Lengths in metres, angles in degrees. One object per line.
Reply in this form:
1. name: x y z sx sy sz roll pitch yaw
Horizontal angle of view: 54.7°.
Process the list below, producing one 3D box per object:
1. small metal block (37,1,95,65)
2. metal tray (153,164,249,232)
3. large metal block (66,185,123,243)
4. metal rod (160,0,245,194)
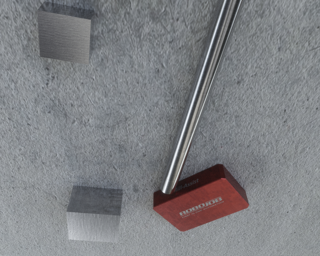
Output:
1. small metal block: -0.097 -0.098 0.322 0.050 0.025 0.050 8 130 -8
2. metal tray: 0.065 0.118 0.505 0.130 0.030 0.090 -28 125 21
3. large metal block: -0.106 0.143 0.511 0.081 0.050 0.079 6 130 -6
4. metal rod: 0.041 -0.017 0.393 0.025 0.025 0.298 8 130 -8
